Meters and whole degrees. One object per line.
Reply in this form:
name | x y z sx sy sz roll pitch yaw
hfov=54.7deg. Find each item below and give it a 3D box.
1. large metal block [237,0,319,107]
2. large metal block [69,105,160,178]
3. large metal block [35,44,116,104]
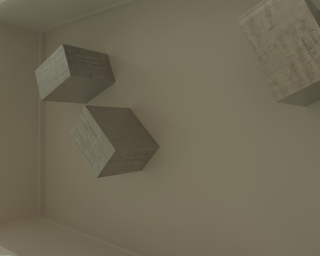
large metal block | 0.122 -0.067 0.270 0.050 0.081 0.080 -31 71 36
large metal block | -0.062 0.016 0.419 0.080 0.081 0.050 51 120 27
large metal block | -0.130 -0.079 0.476 0.080 0.081 0.050 -28 73 36
